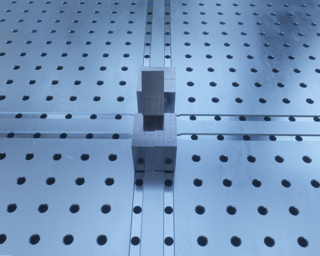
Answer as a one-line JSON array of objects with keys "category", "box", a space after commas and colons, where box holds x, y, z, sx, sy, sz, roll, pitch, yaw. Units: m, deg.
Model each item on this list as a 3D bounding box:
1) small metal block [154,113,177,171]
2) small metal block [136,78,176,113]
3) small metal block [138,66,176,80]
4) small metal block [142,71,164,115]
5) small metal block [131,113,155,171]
[{"category": "small metal block", "box": [0.007, 0.017, 0.376, 0.025, 0.050, 0.050, 1, 50, 1]}, {"category": "small metal block", "box": [-0.005, -0.040, 0.424, 0.050, 0.050, 0.025, 2, 50, 1]}, {"category": "small metal block", "box": [-0.004, -0.060, 0.441, 0.050, 0.050, 0.025, 2, 50, 1]}, {"category": "small metal block", "box": [-0.008, -0.043, 0.373, 0.025, 0.050, 0.050, 0, 8, 1]}, {"category": "small metal block", "box": [-0.019, 0.017, 0.376, 0.025, 0.050, 0.050, 1, 50, 1]}]
